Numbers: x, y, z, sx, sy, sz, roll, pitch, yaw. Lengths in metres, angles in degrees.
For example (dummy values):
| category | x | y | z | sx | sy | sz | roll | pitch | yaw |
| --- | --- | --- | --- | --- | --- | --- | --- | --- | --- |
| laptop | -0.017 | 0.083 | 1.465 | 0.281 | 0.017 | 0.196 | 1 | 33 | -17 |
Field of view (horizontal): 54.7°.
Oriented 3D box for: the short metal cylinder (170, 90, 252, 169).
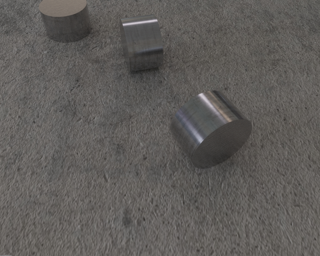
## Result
| category | x | y | z | sx | sy | sz | roll | pitch | yaw |
| --- | --- | --- | --- | --- | --- | --- | --- | --- | --- |
| short metal cylinder | 0.060 | 0.003 | 0.365 | 0.081 | 0.080 | 0.050 | -22 | 54 | -17 |

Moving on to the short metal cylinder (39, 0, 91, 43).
| category | x | y | z | sx | sy | sz | roll | pitch | yaw |
| --- | --- | --- | --- | --- | --- | --- | --- | --- | --- |
| short metal cylinder | -0.167 | -0.196 | 0.551 | 0.080 | 0.050 | 0.080 | 0 | 50 | 0 |

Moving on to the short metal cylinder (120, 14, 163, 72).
| category | x | y | z | sx | sy | sz | roll | pitch | yaw |
| --- | --- | --- | --- | --- | --- | --- | --- | --- | --- |
| short metal cylinder | -0.030 | -0.130 | 0.476 | 0.050 | 0.080 | 0.080 | -11 | 51 | -9 |
